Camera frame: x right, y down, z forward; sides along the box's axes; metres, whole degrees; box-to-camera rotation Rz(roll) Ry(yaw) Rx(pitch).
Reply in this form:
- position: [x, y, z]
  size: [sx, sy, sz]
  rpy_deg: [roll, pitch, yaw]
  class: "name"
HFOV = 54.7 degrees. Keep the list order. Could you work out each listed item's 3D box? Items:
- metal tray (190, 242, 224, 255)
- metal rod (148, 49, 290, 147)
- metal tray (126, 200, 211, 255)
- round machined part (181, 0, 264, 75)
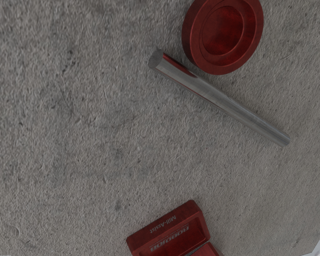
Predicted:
- position: [0.082, 0.271, 0.597]
  size: [0.090, 0.030, 0.130]
  rpy_deg: [-37, 142, -1]
  class: "metal tray"
- position: [0.104, -0.029, 0.445]
  size: [0.302, 0.025, 0.025]
  rpy_deg: [25, 105, -37]
  class: "metal rod"
- position: [0.018, 0.190, 0.530]
  size: [0.131, 0.030, 0.090]
  rpy_deg: [-28, 128, -11]
  class: "metal tray"
- position: [0.068, -0.115, 0.362]
  size: [0.099, 0.042, 0.097]
  rpy_deg: [-14, 124, -21]
  class: "round machined part"
